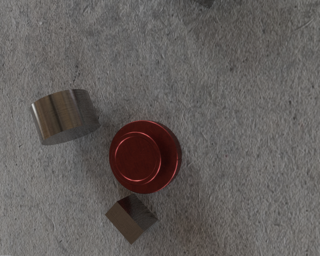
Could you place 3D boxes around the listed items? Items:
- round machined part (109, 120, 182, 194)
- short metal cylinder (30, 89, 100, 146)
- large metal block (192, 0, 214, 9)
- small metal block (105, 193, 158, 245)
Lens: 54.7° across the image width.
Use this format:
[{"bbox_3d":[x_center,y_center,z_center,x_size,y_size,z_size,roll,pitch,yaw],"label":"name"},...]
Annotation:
[{"bbox_3d":[-0.024,0.038,0.407,0.098,0.042,0.097,0,90,19],"label":"round machined part"},{"bbox_3d":[-0.129,-0.014,0.424,0.080,0.080,0.050,-23,83,18],"label":"short metal cylinder"},{"bbox_3d":[0.044,-0.208,0.380,0.080,0.050,0.080,34,101,16],"label":"large metal block"},{"bbox_3d":[-0.036,0.118,0.407,0.050,0.050,0.025,44,104,14],"label":"small metal block"}]
